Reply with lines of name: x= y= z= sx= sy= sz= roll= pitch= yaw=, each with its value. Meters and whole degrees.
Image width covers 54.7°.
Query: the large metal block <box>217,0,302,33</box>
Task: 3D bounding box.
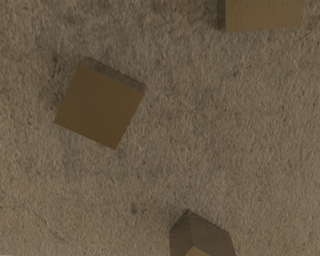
large metal block: x=0.107 y=-0.151 z=0.342 sx=0.080 sy=0.050 sz=0.079 roll=-5 pitch=110 yaw=1

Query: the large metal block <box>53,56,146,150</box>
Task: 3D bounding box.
large metal block: x=-0.072 y=-0.031 z=0.384 sx=0.080 sy=0.050 sz=0.080 roll=26 pitch=108 yaw=-10

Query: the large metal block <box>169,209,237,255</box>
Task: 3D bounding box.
large metal block: x=0.061 y=0.176 z=0.447 sx=0.080 sy=0.080 sz=0.050 roll=32 pitch=107 yaw=-12
